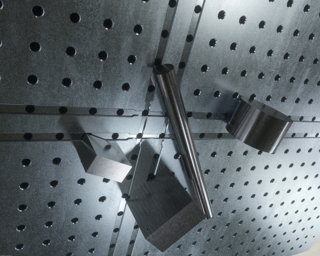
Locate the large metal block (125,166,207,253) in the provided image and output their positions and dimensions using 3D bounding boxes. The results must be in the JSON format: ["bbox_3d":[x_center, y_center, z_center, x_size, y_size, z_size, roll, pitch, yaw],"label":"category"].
[{"bbox_3d":[0.007,0.117,0.454,0.080,0.080,0.050,-38,130,-3],"label":"large metal block"}]

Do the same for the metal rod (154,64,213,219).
[{"bbox_3d":[0.044,0.041,0.462,0.025,0.025,0.299,-28,128,-11],"label":"metal rod"}]

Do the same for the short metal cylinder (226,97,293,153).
[{"bbox_3d":[0.144,-0.006,0.453,0.081,0.080,0.050,11,113,-33],"label":"short metal cylinder"}]

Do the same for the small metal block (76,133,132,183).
[{"bbox_3d":[-0.069,0.037,0.381,0.050,0.050,0.025,24,105,-37],"label":"small metal block"}]
